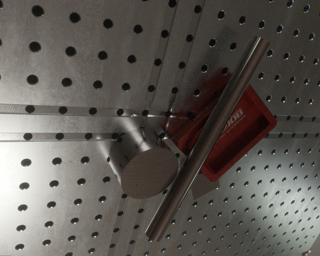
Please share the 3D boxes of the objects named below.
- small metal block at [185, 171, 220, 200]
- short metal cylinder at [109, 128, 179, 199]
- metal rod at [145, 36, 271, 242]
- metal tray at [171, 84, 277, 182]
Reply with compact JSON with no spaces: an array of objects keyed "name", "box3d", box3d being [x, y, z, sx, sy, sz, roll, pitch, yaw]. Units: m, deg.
[{"name":"small metal block","box3d":[0.066,0.081,0.500,0.050,0.025,0.050,-25,128,-13]},{"name":"short metal cylinder","box3d":[-0.022,0.047,0.414,0.081,0.050,0.079,-14,124,-21]},{"name":"metal rod","box3d":[0.059,0.021,0.412,0.025,0.025,0.299,21,101,-37]},{"name":"metal tray","box3d":[0.093,0.004,0.446,0.130,0.030,0.090,-43,112,1]}]
